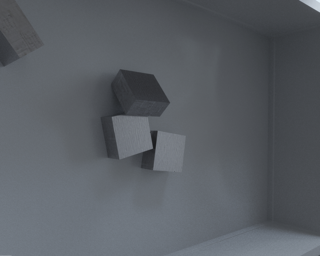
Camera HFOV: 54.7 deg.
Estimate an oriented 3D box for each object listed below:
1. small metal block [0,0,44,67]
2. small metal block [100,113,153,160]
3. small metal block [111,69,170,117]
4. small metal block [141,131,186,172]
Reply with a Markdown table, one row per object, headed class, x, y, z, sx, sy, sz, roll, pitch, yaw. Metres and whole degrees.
| class | x | y | z | sx | sy | sz | roll | pitch | yaw |
| --- | --- | --- | --- | --- | --- | --- | --- | --- | --- |
| small metal block | -0.137 | -0.086 | 0.276 | 0.025 | 0.050 | 0.050 | -44 | 117 | -31 |
| small metal block | -0.039 | 0.007 | 0.375 | 0.050 | 0.025 | 0.050 | -16 | 100 | -39 |
| small metal block | -0.024 | -0.041 | 0.371 | 0.050 | 0.025 | 0.050 | 1 | 49 | -40 |
| small metal block | 0.005 | 0.032 | 0.413 | 0.050 | 0.025 | 0.050 | 11 | 83 | -40 |
